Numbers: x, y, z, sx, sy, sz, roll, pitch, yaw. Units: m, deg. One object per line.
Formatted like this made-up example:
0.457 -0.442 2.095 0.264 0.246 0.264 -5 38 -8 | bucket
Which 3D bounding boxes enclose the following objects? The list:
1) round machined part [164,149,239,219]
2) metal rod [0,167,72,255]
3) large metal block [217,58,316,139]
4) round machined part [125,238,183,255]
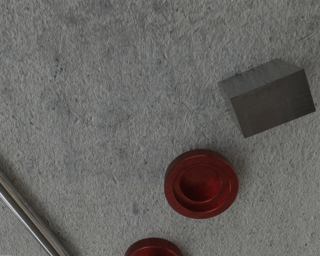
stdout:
0.055 0.073 0.428 0.099 0.042 0.097 0 110 0 | round machined part
-0.214 0.096 0.443 0.025 0.025 0.299 -27 108 9 | metal rod
0.121 -0.038 0.367 0.080 0.080 0.050 -22 109 8 | large metal block
-0.010 0.225 0.483 0.099 0.042 0.097 0 110 0 | round machined part
